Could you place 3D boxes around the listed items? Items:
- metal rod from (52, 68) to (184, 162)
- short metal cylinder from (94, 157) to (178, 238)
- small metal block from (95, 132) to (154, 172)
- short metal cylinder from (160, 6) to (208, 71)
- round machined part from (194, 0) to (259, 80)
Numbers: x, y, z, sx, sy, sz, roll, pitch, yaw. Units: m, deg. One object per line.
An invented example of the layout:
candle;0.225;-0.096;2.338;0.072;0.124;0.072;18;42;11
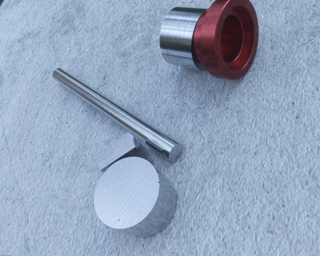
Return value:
metal rod;-0.081;-0.033;0.466;0.300;0.025;0.025;32;80;38
short metal cylinder;-0.027;0.079;0.353;0.080;0.050;0.080;-13;56;21
small metal block;-0.043;0.039;0.387;0.050;0.050;0.025;-34;51;6
short metal cylinder;0.045;-0.121;0.420;0.050;0.080;0.080;20;72;35
round machined part;0.079;-0.110;0.384;0.042;0.098;0.098;15;69;42
